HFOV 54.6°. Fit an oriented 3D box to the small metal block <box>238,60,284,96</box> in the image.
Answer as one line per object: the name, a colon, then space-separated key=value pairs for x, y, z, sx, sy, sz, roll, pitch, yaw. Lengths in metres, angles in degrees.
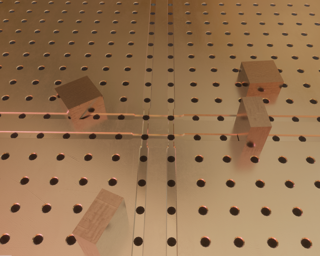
small metal block: x=0.153 y=-0.077 z=0.473 sx=0.050 sy=0.025 sz=0.050 roll=-3 pitch=50 yaw=-3

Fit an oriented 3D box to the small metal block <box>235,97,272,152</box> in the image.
small metal block: x=0.117 y=-0.005 z=0.396 sx=0.025 sy=0.050 sz=0.050 roll=-2 pitch=50 yaw=-1

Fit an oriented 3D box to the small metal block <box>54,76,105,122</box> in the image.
small metal block: x=-0.114 y=-0.043 z=0.443 sx=0.050 sy=0.025 sz=0.050 roll=-27 pitch=55 yaw=-21

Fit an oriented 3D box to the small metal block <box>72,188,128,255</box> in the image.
small metal block: x=-0.057 y=0.097 z=0.310 sx=0.025 sy=0.050 sz=0.050 roll=20 pitch=53 yaw=16
